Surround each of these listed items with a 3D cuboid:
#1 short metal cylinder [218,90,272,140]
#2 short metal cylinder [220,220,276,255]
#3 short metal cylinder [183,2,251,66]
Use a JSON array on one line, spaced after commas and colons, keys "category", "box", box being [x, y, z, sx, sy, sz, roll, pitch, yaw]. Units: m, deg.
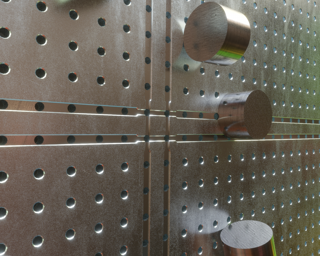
[{"category": "short metal cylinder", "box": [0.141, -0.021, 0.510, 0.081, 0.050, 0.079, 0, 90, -40]}, {"category": "short metal cylinder", "box": [0.140, 0.190, 0.491, 0.081, 0.080, 0.050, -21, 103, -38]}, {"category": "short metal cylinder", "box": [0.079, -0.131, 0.439, 0.050, 0.080, 0.079, 0, 90, -40]}]
